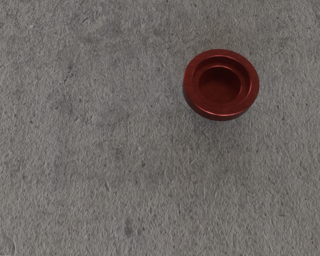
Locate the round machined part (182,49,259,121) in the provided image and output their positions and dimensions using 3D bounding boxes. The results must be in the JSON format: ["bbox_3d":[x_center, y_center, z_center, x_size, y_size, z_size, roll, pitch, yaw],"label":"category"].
[{"bbox_3d":[0.079,-0.054,0.420,0.099,0.042,0.098,0,70,-1],"label":"round machined part"}]
